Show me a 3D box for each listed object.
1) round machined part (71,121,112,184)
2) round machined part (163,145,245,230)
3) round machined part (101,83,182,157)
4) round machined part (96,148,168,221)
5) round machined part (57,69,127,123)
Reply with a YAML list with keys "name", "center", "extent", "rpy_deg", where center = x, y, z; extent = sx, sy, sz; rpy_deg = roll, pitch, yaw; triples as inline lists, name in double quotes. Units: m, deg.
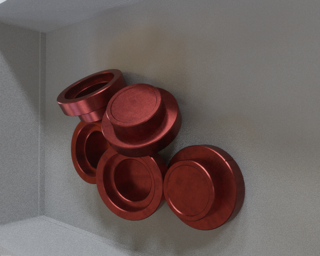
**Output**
- name: "round machined part"
  center: [-0.086, 0.032, 0.461]
  extent: [0.098, 0.042, 0.097]
  rpy_deg: [0, 90, 39]
- name: "round machined part"
  center: [0.043, 0.068, 0.356]
  extent: [0.098, 0.042, 0.097]
  rpy_deg: [0, 90, 39]
- name: "round machined part"
  center: [-0.026, -0.016, 0.377]
  extent: [0.098, 0.042, 0.098]
  rpy_deg: [-9, 50, 11]
- name: "round machined part"
  center: [-0.031, 0.066, 0.402]
  extent: [0.098, 0.042, 0.097]
  rpy_deg: [3, 97, 26]
- name: "round machined part"
  center: [-0.092, -0.043, 0.444]
  extent: [0.098, 0.098, 0.042]
  rpy_deg: [4, 128, 39]
